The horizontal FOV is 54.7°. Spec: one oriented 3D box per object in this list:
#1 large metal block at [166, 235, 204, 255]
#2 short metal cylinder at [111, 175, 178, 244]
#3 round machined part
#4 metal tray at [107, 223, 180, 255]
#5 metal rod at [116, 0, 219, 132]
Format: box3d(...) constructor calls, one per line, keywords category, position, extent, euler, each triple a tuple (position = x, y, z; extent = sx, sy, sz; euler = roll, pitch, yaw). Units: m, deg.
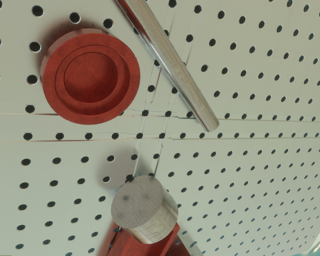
box3d(category="large metal block", position=(0.037, 0.258, 0.577), extent=(0.080, 0.050, 0.080), euler=(-44, 130, 2))
box3d(category="short metal cylinder", position=(-0.021, 0.114, 0.436), extent=(0.080, 0.080, 0.050), euler=(-37, 130, -4))
box3d(category="round machined part", position=(-0.074, -0.055, 0.326), extent=(0.099, 0.042, 0.097), euler=(-14, 125, -21))
box3d(category="metal tray", position=(-0.034, 0.202, 0.516), extent=(0.091, 0.030, 0.129), euler=(13, 112, -34))
box3d(category="metal rod", position=(0.001, -0.093, 0.355), extent=(0.025, 0.025, 0.300), euler=(-40, 130, -1))
